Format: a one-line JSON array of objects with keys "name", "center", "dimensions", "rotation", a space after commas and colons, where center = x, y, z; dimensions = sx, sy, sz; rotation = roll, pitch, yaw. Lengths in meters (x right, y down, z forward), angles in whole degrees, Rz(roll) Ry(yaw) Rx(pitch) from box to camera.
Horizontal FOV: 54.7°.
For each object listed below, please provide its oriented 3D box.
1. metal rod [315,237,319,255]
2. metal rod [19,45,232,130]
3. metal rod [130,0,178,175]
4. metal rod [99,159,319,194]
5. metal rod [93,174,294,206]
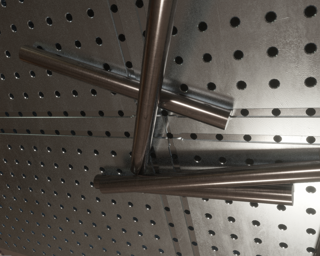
[{"name": "metal rod", "center": [0.213, 0.147, 0.389], "dimensions": [0.025, 0.025, 0.298], "rotation": [10, 123, 23]}, {"name": "metal rod", "center": [-0.056, -0.058, 0.403], "dimensions": [0.301, 0.025, 0.025], "rotation": [20, 126, 16]}, {"name": "metal rod", "center": [-0.012, -0.037, 0.354], "dimensions": [0.025, 0.025, 0.298], "rotation": [25, 140, 12]}, {"name": "metal rod", "center": [0.047, 0.068, 0.412], "dimensions": [0.300, 0.025, 0.025], "rotation": [-9, 114, 26]}, {"name": "metal rod", "center": [0.029, 0.086, 0.447], "dimensions": [0.300, 0.025, 0.025], "rotation": [-2, 118, 28]}]
